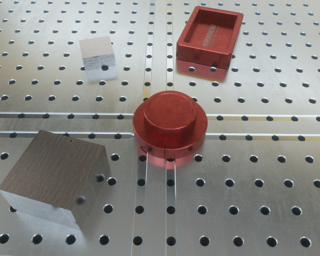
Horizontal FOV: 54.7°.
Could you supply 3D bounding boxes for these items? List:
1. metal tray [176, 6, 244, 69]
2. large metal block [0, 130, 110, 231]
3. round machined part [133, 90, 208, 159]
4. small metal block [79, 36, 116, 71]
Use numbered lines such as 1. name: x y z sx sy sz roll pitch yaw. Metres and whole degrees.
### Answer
1. metal tray: 0.089 -0.162 0.540 0.090 0.030 0.130 15 51 12
2. large metal block: -0.111 0.056 0.344 0.080 0.050 0.080 13 51 11
3. round machined part: 0.013 -0.011 0.406 0.099 0.042 0.098 0 50 0
4. small metal block: -0.103 -0.124 0.511 0.050 0.025 0.050 -12 51 -10
